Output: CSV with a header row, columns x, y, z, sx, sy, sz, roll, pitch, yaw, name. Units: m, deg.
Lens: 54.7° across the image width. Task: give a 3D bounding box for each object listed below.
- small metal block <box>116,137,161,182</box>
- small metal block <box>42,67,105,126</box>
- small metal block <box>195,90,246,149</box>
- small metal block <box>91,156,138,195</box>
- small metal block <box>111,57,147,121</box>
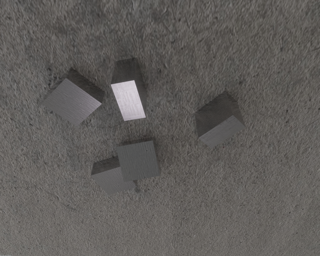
x,y,z,sx,sy,sz,roll,pitch,yaw,name
-0.028,0.043,0.428,0.050,0.025,0.050,-11,99,5,small metal block
-0.104,-0.037,0.375,0.050,0.025,0.050,-37,121,27,small metal block
0.072,-0.011,0.382,0.050,0.050,0.025,-36,121,27,small metal block
-0.067,0.071,0.467,0.050,0.025,0.050,-18,128,15,small metal block
-0.033,-0.044,0.352,0.025,0.050,0.050,-9,130,8,small metal block
